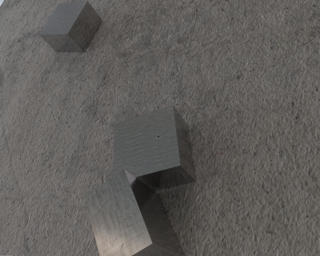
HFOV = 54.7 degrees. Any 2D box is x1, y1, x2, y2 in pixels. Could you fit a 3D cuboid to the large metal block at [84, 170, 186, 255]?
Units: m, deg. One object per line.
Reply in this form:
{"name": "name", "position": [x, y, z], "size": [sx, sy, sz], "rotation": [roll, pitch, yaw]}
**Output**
{"name": "large metal block", "position": [-0.025, 0.102, 0.319], "size": [0.050, 0.080, 0.080], "rotation": [-33, 52, 7]}

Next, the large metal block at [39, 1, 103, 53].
{"name": "large metal block", "position": [-0.171, -0.193, 0.596], "size": [0.080, 0.050, 0.080], "rotation": [9, 66, 32]}

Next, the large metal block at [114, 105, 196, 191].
{"name": "large metal block", "position": [-0.008, 0.029, 0.374], "size": [0.080, 0.050, 0.080], "rotation": [-17, 55, 18]}
